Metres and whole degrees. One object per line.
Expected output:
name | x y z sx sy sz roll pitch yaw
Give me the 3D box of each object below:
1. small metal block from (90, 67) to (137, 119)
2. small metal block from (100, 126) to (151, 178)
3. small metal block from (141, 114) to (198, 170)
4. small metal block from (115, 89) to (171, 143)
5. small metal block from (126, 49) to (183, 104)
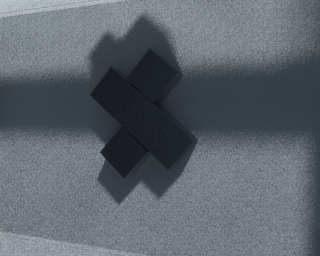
small metal block | -0.060 -0.048 0.429 0.050 0.025 0.050 43 103 15
small metal block | -0.045 0.032 0.425 0.050 0.025 0.050 45 104 14
small metal block | 0.012 0.018 0.404 0.050 0.025 0.050 43 103 15
small metal block | -0.023 -0.015 0.416 0.050 0.025 0.050 43 103 15
small metal block | -0.007 -0.067 0.410 0.050 0.025 0.050 43 102 14
